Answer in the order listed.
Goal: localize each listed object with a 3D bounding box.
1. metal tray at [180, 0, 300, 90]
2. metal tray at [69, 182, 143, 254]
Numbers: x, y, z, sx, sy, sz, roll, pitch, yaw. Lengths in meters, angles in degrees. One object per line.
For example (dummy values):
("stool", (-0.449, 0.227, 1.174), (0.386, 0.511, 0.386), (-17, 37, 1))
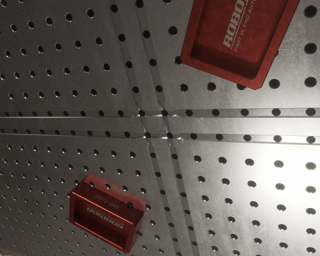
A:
("metal tray", (0.079, -0.111, 0.296), (0.090, 0.030, 0.129), (23, 127, 13))
("metal tray", (-0.100, 0.162, 0.558), (0.130, 0.030, 0.089), (24, 127, 13))
